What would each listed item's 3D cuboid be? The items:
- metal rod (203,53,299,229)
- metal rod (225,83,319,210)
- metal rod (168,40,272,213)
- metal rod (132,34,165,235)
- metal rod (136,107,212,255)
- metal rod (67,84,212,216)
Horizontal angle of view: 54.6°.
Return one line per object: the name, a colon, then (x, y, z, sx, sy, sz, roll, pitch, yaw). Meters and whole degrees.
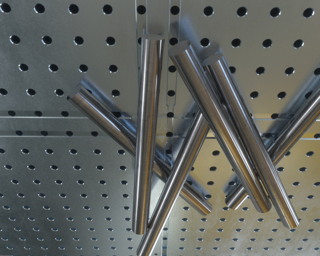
metal rod: (0.131, 0.035, 0.415, 0.025, 0.025, 0.299, -23, 119, 18)
metal rod: (0.172, 0.019, 0.428, 0.025, 0.025, 0.298, 16, 128, -13)
metal rod: (0.090, 0.021, 0.395, 0.025, 0.025, 0.300, -22, 127, 18)
metal rod: (-0.019, 0.030, 0.407, 0.025, 0.025, 0.298, 3, 121, -3)
metal rod: (0.019, 0.088, 0.452, 0.025, 0.025, 0.298, 14, 119, -12)
metal rod: (-0.012, 0.047, 0.451, 0.025, 0.025, 0.300, -30, 124, 23)
